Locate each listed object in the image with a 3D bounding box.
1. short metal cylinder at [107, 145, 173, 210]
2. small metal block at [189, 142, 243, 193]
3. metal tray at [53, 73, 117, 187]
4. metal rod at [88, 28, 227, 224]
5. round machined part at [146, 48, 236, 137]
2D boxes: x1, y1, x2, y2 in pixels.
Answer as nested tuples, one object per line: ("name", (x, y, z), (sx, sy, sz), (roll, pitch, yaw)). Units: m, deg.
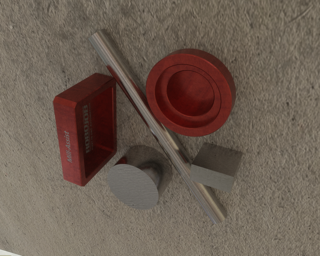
("short metal cylinder", (-0.028, 0.071, 0.449), (0.080, 0.050, 0.079), (13, 124, 20))
("small metal block", (0.069, 0.047, 0.380), (0.050, 0.050, 0.025), (16, 125, 19))
("metal tray", (-0.094, 0.002, 0.416), (0.030, 0.090, 0.129), (17, 125, 18))
("metal rod", (0.004, 0.007, 0.410), (0.025, 0.025, 0.299), (-24, 106, 36))
("round machined part", (0.037, -0.042, 0.351), (0.098, 0.042, 0.097), (13, 124, 20))
